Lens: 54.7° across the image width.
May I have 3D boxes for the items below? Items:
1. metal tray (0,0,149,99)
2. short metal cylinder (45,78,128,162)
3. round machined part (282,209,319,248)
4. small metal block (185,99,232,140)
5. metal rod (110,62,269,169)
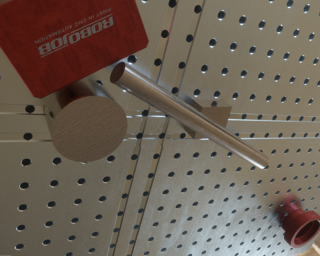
[{"bbox_3d":[-0.085,-0.097,0.302,0.131,0.030,0.090,-29,129,-11],"label":"metal tray"},{"bbox_3d":[-0.083,-0.009,0.345,0.081,0.050,0.079,-14,124,-21],"label":"short metal cylinder"},{"bbox_3d":[0.330,0.231,0.728,0.099,0.042,0.097,-14,125,-21],"label":"round machined part"},{"bbox_3d":[0.069,-0.013,0.443,0.050,0.025,0.050,-3,120,-27],"label":"small metal block"},{"bbox_3d":[0.061,-0.002,0.413,0.301,0.025,0.025,28,103,-38],"label":"metal rod"}]
